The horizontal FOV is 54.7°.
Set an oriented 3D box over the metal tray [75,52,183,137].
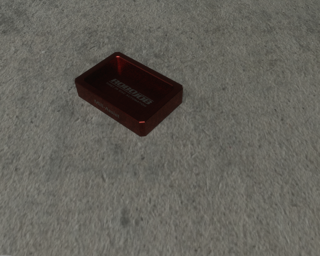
[{"bbox_3d":[-0.044,-0.053,0.443,0.130,0.030,0.090,32,57,23],"label":"metal tray"}]
